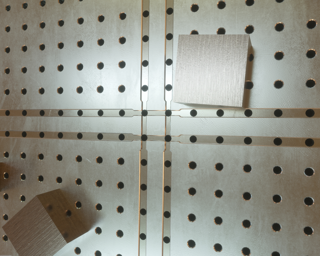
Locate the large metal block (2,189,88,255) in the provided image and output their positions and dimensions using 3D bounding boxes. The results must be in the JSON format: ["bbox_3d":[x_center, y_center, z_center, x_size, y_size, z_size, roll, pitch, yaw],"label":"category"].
[{"bbox_3d":[-0.169,0.150,0.457,0.080,0.050,0.080,-42,77,15],"label":"large metal block"}]

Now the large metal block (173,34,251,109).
[{"bbox_3d":[0.065,-0.067,0.376,0.080,0.050,0.079,6,92,19],"label":"large metal block"}]

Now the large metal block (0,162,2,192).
[{"bbox_3d":[-0.317,0.079,0.492,0.080,0.080,0.050,5,92,19],"label":"large metal block"}]
